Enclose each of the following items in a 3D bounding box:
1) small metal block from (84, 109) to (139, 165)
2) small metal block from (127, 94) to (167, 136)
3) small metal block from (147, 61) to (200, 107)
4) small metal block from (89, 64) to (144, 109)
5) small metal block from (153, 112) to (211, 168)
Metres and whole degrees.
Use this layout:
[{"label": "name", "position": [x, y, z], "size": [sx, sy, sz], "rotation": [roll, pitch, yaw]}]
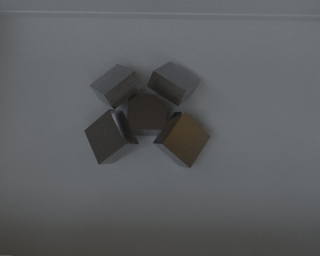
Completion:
[{"label": "small metal block", "position": [-0.062, 0.012, 0.390], "size": [0.050, 0.025, 0.050], "rotation": [-37, 70, 27]}, {"label": "small metal block", "position": [-0.017, -0.017, 0.413], "size": [0.050, 0.025, 0.050], "rotation": [2, 70, 0]}, {"label": "small metal block", "position": [0.019, -0.061, 0.417], "size": [0.050, 0.025, 0.050], "rotation": [33, 36, 11]}, {"label": "small metal block", "position": [-0.059, -0.057, 0.414], "size": [0.050, 0.025, 0.050], "rotation": [-41, 38, -13]}, {"label": "small metal block", "position": [0.028, 0.015, 0.390], "size": [0.050, 0.025, 0.050], "rotation": [42, 72, -22]}]
